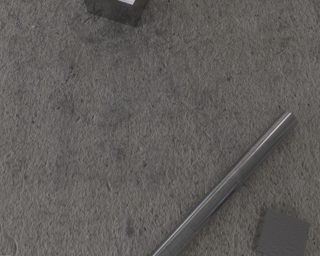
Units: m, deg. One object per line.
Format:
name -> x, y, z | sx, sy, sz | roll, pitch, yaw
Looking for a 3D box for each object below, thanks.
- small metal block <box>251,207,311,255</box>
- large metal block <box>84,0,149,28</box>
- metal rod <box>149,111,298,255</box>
small metal block -> 0.141, 0.127, 0.363 | 0.050, 0.025, 0.050 | 20, 71, 7
large metal block -> -0.061, -0.211, 0.472 | 0.080, 0.050, 0.080 | 20, 71, 7
metal rod -> 0.067, 0.087, 0.376 | 0.025, 0.025, 0.301 | 43, 75, 14
